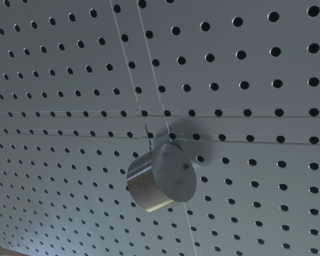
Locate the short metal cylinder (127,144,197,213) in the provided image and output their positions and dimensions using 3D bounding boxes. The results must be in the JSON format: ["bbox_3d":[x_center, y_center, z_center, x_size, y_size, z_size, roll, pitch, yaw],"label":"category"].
[{"bbox_3d":[0.003,0.068,0.416,0.050,0.080,0.080,-33,100,38],"label":"short metal cylinder"}]
